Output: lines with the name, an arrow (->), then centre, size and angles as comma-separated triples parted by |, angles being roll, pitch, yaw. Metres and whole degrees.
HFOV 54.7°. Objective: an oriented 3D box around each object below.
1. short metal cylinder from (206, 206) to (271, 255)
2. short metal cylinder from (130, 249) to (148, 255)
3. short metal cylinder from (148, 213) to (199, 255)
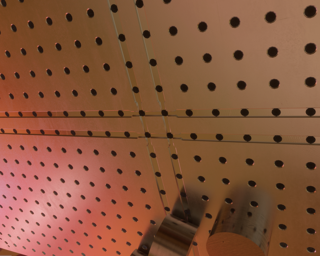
short metal cylinder -> 0.111, 0.157, 0.433 | 0.080, 0.050, 0.079 | 13, 124, 20
short metal cylinder -> -0.039, 0.269, 0.561 | 0.050, 0.080, 0.079 | 23, 127, 14
short metal cylinder -> 0.021, 0.178, 0.474 | 0.050, 0.080, 0.079 | 21, 126, 15
